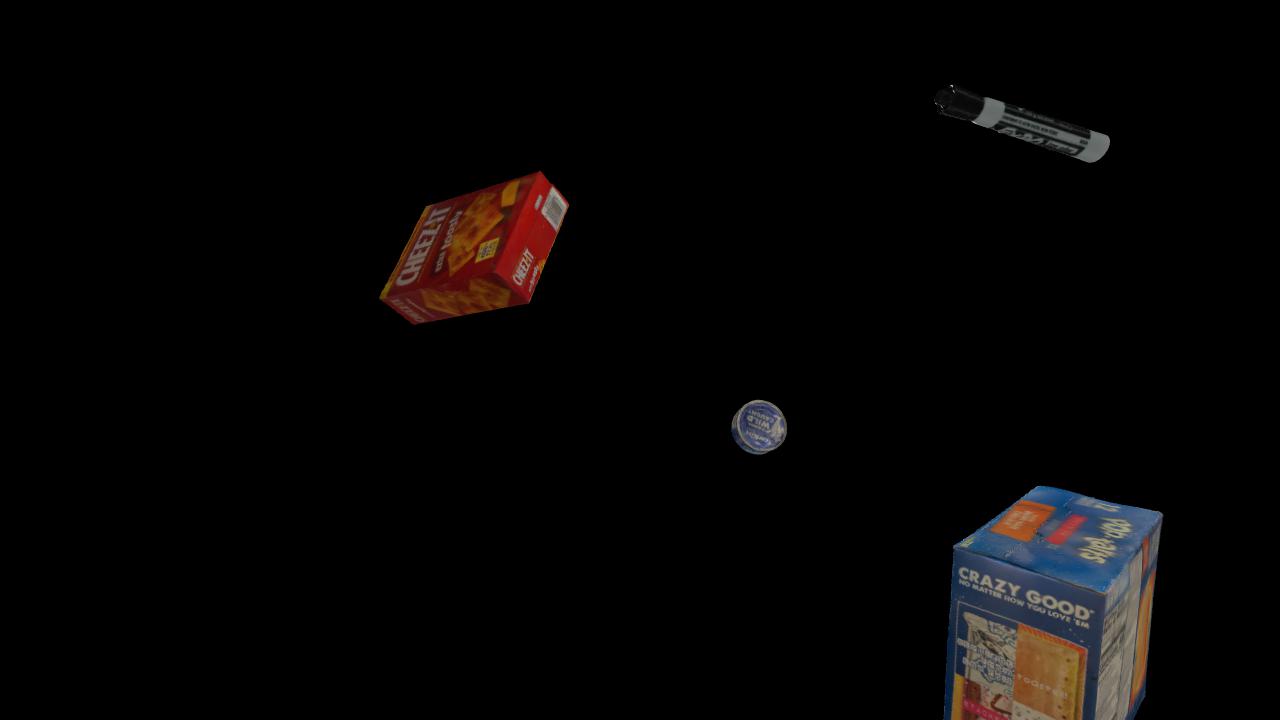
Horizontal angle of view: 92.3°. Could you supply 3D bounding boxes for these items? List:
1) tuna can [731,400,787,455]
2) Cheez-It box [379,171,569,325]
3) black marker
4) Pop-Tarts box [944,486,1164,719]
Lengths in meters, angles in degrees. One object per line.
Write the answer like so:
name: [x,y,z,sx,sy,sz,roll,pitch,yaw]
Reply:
tuna can: [0.190,0.109,0.987,0.084,0.084,0.034,0,-20,-12]
Cheez-It box: [-0.215,-0.141,0.794,0.223,0.166,0.071,-5,-34,34]
black marker: [0.252,-0.157,0.408,0.121,0.020,0.020,14,-2,-8]
Pop-Tarts box: [0.279,0.179,0.413,0.167,0.141,0.083,-8,11,-42]
